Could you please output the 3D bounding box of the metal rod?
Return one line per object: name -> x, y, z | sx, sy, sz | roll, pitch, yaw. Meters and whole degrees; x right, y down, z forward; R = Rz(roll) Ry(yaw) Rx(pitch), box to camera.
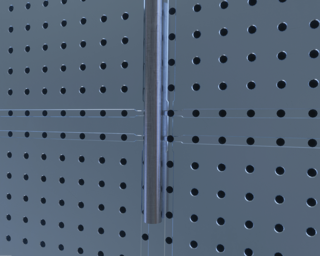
metal rod -> -0.009, -0.024, 0.416 | 0.025, 0.025, 0.298 | 1, 90, 20
